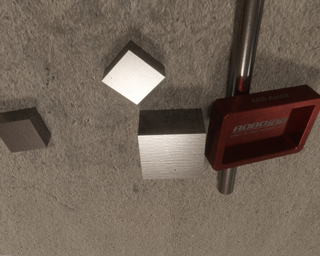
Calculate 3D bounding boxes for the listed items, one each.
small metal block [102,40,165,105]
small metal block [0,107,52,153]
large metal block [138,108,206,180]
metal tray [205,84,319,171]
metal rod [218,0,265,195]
[{"bbox_3d":[-0.030,-0.062,0.354,0.050,0.025,0.050,33,122,-26],"label":"small metal block"},{"bbox_3d":[-0.180,0.003,0.407,0.050,0.025,0.050,-9,130,7],"label":"small metal block"},{"bbox_3d":[0.015,0.022,0.410,0.081,0.050,0.079,-2,130,1],"label":"large metal block"},{"bbox_3d":[0.124,0.000,0.380,0.131,0.030,0.089,-10,131,-15],"label":"metal tray"},{"bbox_3d":[0.096,-0.018,0.393,0.025,0.025,0.298,-2,130,1],"label":"metal rod"}]
